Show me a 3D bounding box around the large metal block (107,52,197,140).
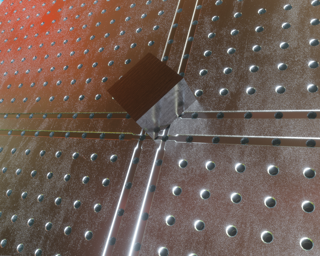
[{"bbox_3d":[-0.012,-0.045,0.425,0.080,0.050,0.080,-43,51,-2],"label":"large metal block"}]
